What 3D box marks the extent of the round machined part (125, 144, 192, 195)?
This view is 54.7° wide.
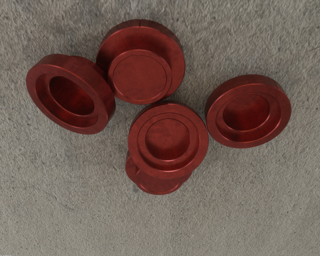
[{"bbox_3d":[-0.001,0.060,0.448,0.099,0.042,0.097,-1,130,0],"label":"round machined part"}]

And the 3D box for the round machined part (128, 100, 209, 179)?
[{"bbox_3d":[0.009,0.012,0.394,0.099,0.042,0.097,-1,107,-3],"label":"round machined part"}]

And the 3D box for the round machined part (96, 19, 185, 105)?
[{"bbox_3d":[-0.021,-0.065,0.341,0.099,0.042,0.097,-1,130,0],"label":"round machined part"}]

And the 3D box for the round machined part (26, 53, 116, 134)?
[{"bbox_3d":[-0.094,-0.041,0.347,0.098,0.042,0.097,15,139,14],"label":"round machined part"}]

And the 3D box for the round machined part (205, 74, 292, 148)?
[{"bbox_3d":[0.104,-0.024,0.379,0.099,0.042,0.097,-1,130,0],"label":"round machined part"}]
